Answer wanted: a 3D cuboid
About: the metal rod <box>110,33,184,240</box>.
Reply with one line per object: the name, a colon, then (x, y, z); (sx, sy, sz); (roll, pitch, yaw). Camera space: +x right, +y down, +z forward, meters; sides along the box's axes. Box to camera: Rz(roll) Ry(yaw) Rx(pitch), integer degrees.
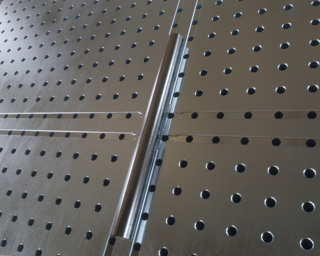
metal rod: (-0.010, -0.007, 0.416); (0.025, 0.025, 0.300); (1, 62, 28)
